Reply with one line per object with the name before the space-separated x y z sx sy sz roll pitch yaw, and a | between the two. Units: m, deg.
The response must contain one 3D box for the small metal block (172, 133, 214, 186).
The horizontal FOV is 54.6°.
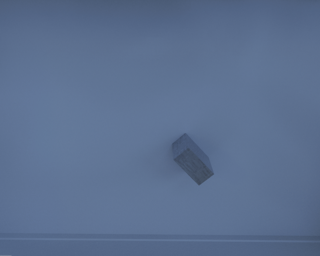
small metal block | 0.043 0.040 0.413 0.025 0.050 0.050 -40 105 13
